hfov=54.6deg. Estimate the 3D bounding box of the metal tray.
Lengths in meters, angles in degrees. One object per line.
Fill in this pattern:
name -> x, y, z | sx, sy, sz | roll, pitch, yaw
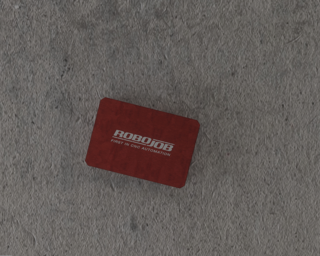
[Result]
metal tray -> -0.022, 0.019, 0.407 | 0.131, 0.030, 0.090 | 14, 90, 0
